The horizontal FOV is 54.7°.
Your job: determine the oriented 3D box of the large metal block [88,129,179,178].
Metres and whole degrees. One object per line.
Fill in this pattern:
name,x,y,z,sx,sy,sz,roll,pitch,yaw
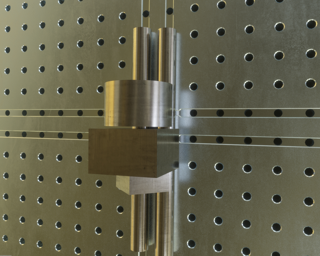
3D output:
large metal block,-0.027,0.026,0.366,0.080,0.080,0.050,1,90,19

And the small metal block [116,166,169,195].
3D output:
small metal block,-0.022,0.063,0.382,0.050,0.050,0.025,1,91,-25

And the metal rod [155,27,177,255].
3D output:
metal rod,0.007,0.020,0.410,0.025,0.025,0.298,1,90,19

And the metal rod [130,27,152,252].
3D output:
metal rod,-0.026,0.015,0.422,0.025,0.025,0.298,1,90,19

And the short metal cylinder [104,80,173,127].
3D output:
short metal cylinder,-0.025,-0.027,0.369,0.080,0.080,0.050,1,91,19
